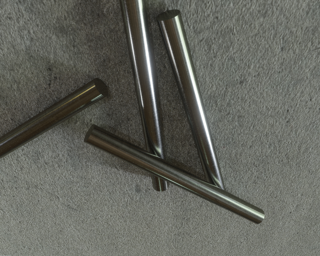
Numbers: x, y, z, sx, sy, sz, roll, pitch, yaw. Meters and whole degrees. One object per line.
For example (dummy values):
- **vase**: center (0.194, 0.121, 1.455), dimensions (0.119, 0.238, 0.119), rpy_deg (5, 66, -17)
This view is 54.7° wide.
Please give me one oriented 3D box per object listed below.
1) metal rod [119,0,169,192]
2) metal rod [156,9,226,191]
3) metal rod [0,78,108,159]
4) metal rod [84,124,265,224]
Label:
- **metal rod**: center (-0.014, -0.024, 0.386), dimensions (0.025, 0.025, 0.298), rpy_deg (-5, 130, 4)
- **metal rod**: center (0.051, -0.004, 0.403), dimensions (0.025, 0.025, 0.299), rpy_deg (-13, 129, 10)
- **metal rod**: center (-0.195, 0.015, 0.417), dimensions (0.300, 0.025, 0.025), rpy_deg (-27, 125, 20)
- **metal rod**: center (0.035, 0.073, 0.435), dimensions (0.301, 0.025, 0.025), rpy_deg (29, 124, -23)
